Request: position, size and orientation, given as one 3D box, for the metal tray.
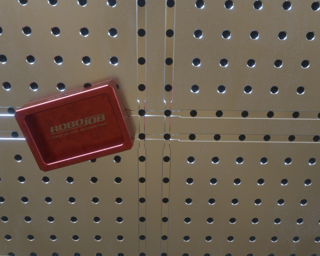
[{"bbox_3d":[-0.109,-0.002,0.408,0.131,0.030,0.089,-15,110,5],"label":"metal tray"}]
